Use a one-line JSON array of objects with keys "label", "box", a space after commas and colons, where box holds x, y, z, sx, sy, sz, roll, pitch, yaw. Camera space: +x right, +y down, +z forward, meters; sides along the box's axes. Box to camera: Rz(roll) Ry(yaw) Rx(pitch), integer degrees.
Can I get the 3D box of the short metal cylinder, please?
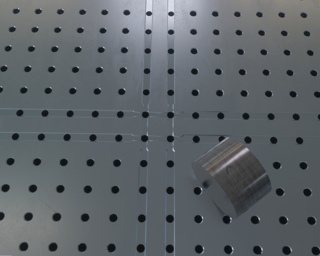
[{"label": "short metal cylinder", "box": [0.081, 0.058, 0.362, 0.050, 0.080, 0.080, -34, 74, -11]}]
